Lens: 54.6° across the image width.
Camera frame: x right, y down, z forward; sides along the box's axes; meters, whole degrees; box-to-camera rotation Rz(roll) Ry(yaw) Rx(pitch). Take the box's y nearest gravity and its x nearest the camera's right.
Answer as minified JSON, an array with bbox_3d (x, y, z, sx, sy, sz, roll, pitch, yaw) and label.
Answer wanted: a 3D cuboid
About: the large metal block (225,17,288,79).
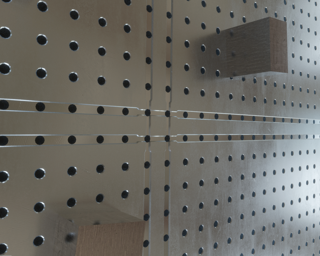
[{"bbox_3d":[0.155,-0.125,0.502,0.050,0.080,0.080,-4,93,-40],"label":"large metal block"}]

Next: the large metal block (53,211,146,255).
[{"bbox_3d":[-0.067,0.138,0.336,0.081,0.050,0.080,10,84,-40],"label":"large metal block"}]
